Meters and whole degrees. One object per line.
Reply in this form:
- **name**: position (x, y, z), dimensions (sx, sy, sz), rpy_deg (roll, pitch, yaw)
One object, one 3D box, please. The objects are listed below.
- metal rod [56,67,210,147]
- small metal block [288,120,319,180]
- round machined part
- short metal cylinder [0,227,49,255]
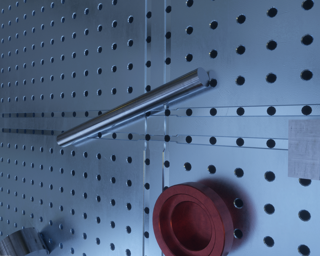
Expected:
- **metal rod**: position (-0.060, -0.019, 0.456), dimensions (0.299, 0.025, 0.025), rpy_deg (-20, 77, 37)
- **small metal block**: position (0.137, 0.018, 0.280), dimensions (0.025, 0.050, 0.050), rpy_deg (1, 91, 40)
- **round machined part**: position (0.042, 0.112, 0.363), dimensions (0.098, 0.042, 0.097), rpy_deg (0, 90, 39)
- **short metal cylinder**: position (-0.259, 0.234, 0.583), dimensions (0.050, 0.081, 0.080), rpy_deg (49, 119, 28)
